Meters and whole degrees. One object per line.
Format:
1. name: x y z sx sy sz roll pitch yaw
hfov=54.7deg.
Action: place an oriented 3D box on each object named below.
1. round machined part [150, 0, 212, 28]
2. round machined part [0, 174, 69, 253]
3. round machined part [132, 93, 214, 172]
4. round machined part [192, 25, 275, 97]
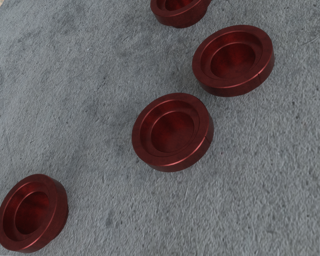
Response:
1. round machined part: 0.038 -0.199 0.496 0.098 0.042 0.098 -13 56 21
2. round machined part: -0.161 0.113 0.408 0.098 0.042 0.098 -13 56 21
3. round machined part: 0.019 0.009 0.378 0.098 0.042 0.098 -13 56 21
4. round machined part: 0.094 -0.079 0.392 0.098 0.042 0.098 -13 56 21
